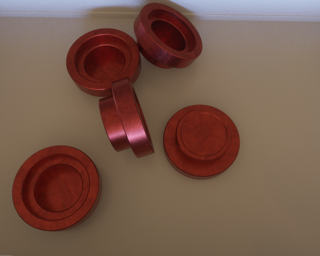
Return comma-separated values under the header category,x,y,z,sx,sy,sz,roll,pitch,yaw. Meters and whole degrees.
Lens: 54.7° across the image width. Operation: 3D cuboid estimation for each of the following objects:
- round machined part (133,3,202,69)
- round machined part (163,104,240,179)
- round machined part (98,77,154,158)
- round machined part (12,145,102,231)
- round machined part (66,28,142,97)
category,x,y,z,sx,sy,sz,roll,pitch,yaw
round machined part,0.007,-0.122,0.430,0.099,0.042,0.098,18,52,-25
round machined part,0.053,0.014,0.396,0.099,0.042,0.098,0,70,-1
round machined part,-0.042,-0.009,0.374,0.042,0.098,0.098,-18,71,0
round machined part,-0.119,0.073,0.372,0.099,0.042,0.098,0,70,-1
round machined part,-0.075,-0.085,0.429,0.099,0.042,0.098,-1,68,2
